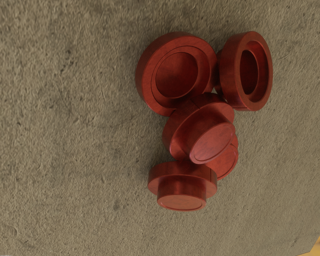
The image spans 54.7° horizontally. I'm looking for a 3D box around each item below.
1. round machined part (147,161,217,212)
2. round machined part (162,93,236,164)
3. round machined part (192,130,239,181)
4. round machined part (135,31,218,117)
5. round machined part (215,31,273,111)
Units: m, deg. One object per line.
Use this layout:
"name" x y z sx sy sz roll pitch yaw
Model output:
"round machined part" 0.031 0.087 0.437 0.099 0.042 0.098 4 147 3
"round machined part" 0.055 0.007 0.391 0.099 0.042 0.097 -22 140 -20
"round machined part" 0.079 0.042 0.468 0.099 0.042 0.097 -14 125 -21
"round machined part" 0.016 -0.065 0.367 0.099 0.042 0.097 -14 125 -21
"round machined part" 0.102 -0.070 0.394 0.099 0.042 0.097 -3 94 -46
